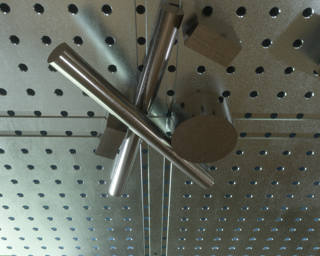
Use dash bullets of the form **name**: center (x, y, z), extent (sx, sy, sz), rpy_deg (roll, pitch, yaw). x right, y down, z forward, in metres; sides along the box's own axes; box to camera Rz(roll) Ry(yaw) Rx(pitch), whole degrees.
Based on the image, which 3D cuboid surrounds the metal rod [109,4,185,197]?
- **metal rod**: center (-0.028, -0.010, 0.402), extent (0.025, 0.025, 0.298), rpy_deg (12, 129, -10)

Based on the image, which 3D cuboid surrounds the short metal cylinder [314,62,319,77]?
- **short metal cylinder**: center (0.215, -0.057, 0.329), extent (0.080, 0.080, 0.050), rpy_deg (25, 126, -20)

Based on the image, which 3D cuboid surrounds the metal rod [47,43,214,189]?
- **metal rod**: center (-0.011, 0.007, 0.386), extent (0.025, 0.025, 0.300), rpy_deg (-28, 134, 22)

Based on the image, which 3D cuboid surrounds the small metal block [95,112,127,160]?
- **small metal block**: center (-0.061, 0.004, 0.398), extent (0.025, 0.050, 0.050), rpy_deg (18, 128, -15)

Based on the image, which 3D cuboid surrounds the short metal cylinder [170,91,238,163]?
- **short metal cylinder**: center (0.054, 0.000, 0.395), extent (0.081, 0.050, 0.079), rpy_deg (0, 130, 0)

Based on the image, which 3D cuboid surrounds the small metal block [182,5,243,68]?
- **small metal block**: center (0.051, -0.094, 0.316), extent (0.050, 0.050, 0.025), rpy_deg (23, 126, -19)
